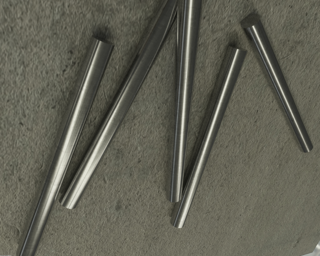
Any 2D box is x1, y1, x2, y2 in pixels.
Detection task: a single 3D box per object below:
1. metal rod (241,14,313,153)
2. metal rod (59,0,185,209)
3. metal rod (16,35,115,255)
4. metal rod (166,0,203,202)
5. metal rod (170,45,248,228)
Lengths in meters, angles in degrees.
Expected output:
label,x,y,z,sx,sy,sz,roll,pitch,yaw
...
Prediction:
label,x,y,z,sx,sy,sz,roll,pitch,yaw
metal rod,0.192,-0.049,0.480,0.025,0.025,0.300,-43,130,1
metal rod,-0.046,-0.029,0.363,0.025,0.025,0.298,19,108,-36
metal rod,-0.118,0.038,0.365,0.025,0.025,0.298,12,112,-34
metal rod,0.026,-0.013,0.395,0.025,0.025,0.298,-14,130,-21
metal rod,0.065,0.028,0.459,0.025,0.025,0.298,1,118,-29
